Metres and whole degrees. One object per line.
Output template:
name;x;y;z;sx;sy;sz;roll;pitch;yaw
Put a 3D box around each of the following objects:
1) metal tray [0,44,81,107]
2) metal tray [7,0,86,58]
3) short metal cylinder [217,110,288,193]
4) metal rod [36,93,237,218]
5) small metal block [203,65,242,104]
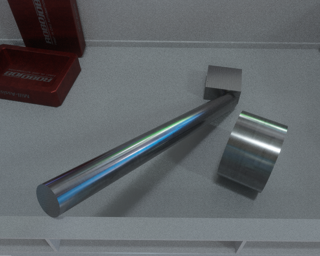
metal tray;-0.198;-0.082;0.467;0.131;0.030;0.090;9;50;7
metal tray;-0.173;-0.171;0.478;0.091;0.129;0.030;2;50;1
short metal cylinder;0.103;0.026;0.349;0.050;0.080;0.080;22;53;17
metal rod;0.011;0.006;0.325;0.025;0.025;0.302;32;33;24
small metal block;0.094;-0.065;0.461;0.050;0.025;0.050;9;50;7
